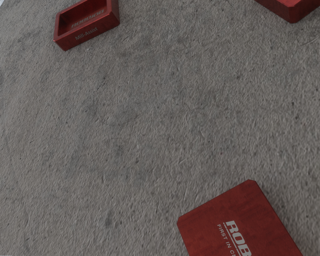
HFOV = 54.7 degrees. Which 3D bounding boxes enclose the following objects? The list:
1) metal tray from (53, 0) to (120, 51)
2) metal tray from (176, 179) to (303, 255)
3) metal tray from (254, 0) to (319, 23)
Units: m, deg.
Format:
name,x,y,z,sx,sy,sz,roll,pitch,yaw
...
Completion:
name,x,y,z,sx,sy,sz,roll,pitch,yaw
metal tray,-0.144,-0.214,0.607,0.130,0.030,0.090,-20,54,16
metal tray,0.081,0.124,0.282,0.090,0.030,0.130,-31,52,8
metal tray,0.203,-0.210,0.422,0.130,0.030,0.090,-36,51,4
